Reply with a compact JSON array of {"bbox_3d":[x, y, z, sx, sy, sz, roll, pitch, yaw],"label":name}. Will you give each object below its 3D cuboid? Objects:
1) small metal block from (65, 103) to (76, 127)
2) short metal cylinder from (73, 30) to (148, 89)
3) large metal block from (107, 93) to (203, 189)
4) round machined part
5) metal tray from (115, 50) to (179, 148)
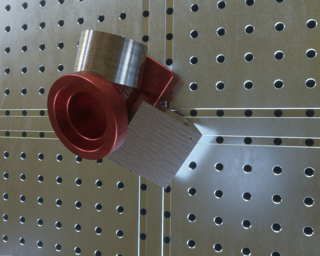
[{"bbox_3d":[-0.105,-0.027,0.402,0.025,0.050,0.050,20,97,18],"label":"small metal block"},{"bbox_3d":[-0.059,-0.080,0.371,0.080,0.080,0.050,14,95,19],"label":"short metal cylinder"},{"bbox_3d":[-0.008,0.015,0.382,0.080,0.050,0.080,30,101,-14],"label":"large metal block"},{"bbox_3d":[-0.076,-0.017,0.350,0.098,0.042,0.097,12,116,27],"label":"round machined part"},{"bbox_3d":[-0.046,-0.040,0.426,0.090,0.030,0.129,36,101,16],"label":"metal tray"}]
